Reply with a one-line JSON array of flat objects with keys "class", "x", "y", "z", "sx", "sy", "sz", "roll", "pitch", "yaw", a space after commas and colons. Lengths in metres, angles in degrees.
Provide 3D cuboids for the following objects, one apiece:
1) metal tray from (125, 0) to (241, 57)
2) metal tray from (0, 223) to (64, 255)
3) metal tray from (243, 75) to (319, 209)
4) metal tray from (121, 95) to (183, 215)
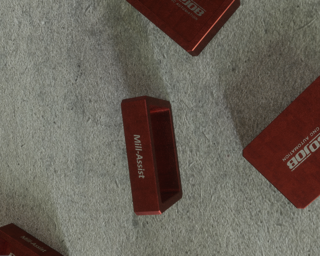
[{"class": "metal tray", "x": 0.024, "y": -0.167, "z": 0.397, "sx": 0.130, "sy": 0.030, "sz": 0.090, "roll": 44, "pitch": 103, "yaw": 14}, {"class": "metal tray", "x": -0.210, "y": 0.219, "z": 0.480, "sx": 0.130, "sy": 0.030, "sz": 0.089, "roll": 23, "pitch": 97, "yaw": 18}, {"class": "metal tray", "x": 0.170, "y": 0.014, "z": 0.346, "sx": 0.090, "sy": 0.030, "sz": 0.130, "roll": 46, "pitch": 104, "yaw": 14}, {"class": "metal tray", "x": -0.007, "y": 0.030, "z": 0.376, "sx": 0.030, "sy": 0.090, "sz": 0.129, "roll": -8, "pitch": 87, "yaw": 20}]
